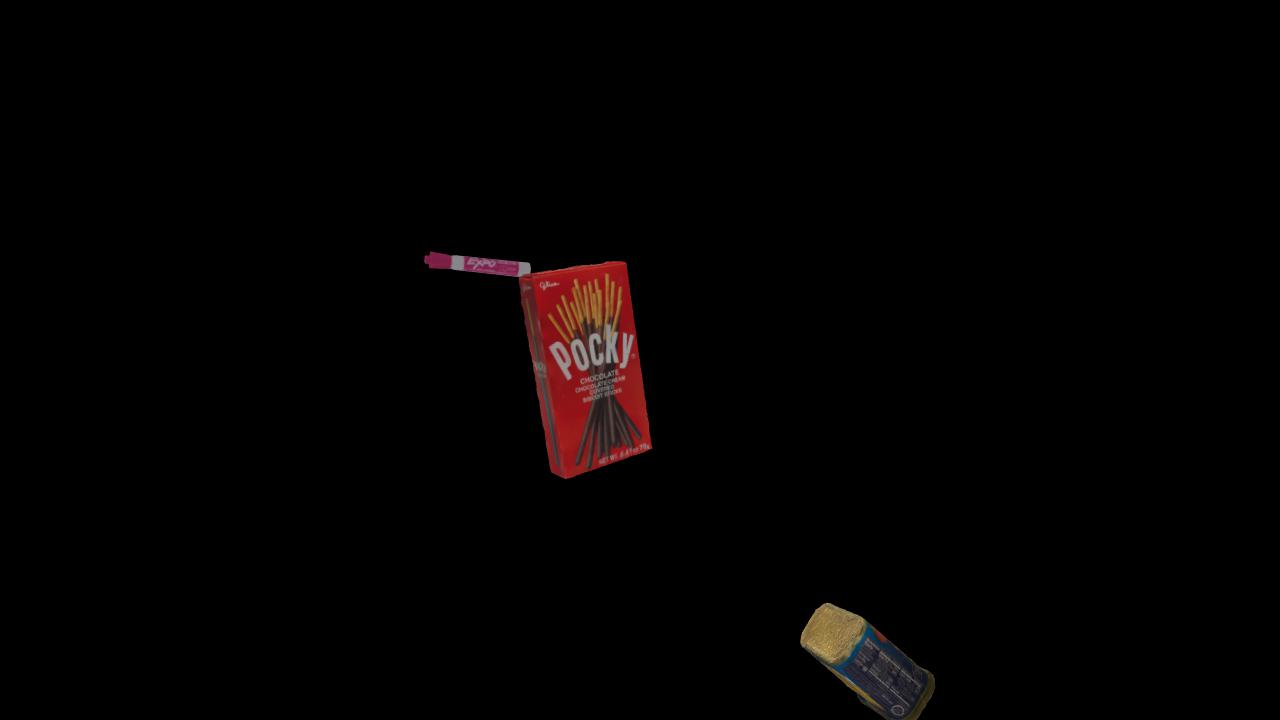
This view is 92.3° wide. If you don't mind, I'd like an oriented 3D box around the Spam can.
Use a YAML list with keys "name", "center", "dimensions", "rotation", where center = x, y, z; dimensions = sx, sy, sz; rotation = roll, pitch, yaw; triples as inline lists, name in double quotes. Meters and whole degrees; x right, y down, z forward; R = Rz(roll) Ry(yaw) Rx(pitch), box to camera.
- name: "Spam can"
  center: [0.212, 0.287, 0.589]
  dimensions: [0.085, 0.058, 0.101]
  rotation: [40, -14, 2]

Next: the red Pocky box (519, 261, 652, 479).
- name: "red Pocky box"
  center: [-0.039, 0.006, 0.471]
  dimensions: [0.083, 0.155, 0.028]
  rotation: [-15, 12, -32]

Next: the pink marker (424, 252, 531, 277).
- name: "pink marker"
  center: [-0.188, -0.111, 0.718]
  dimensions: [0.121, 0.020, 0.020]
  rotation: [2, -1, -28]
